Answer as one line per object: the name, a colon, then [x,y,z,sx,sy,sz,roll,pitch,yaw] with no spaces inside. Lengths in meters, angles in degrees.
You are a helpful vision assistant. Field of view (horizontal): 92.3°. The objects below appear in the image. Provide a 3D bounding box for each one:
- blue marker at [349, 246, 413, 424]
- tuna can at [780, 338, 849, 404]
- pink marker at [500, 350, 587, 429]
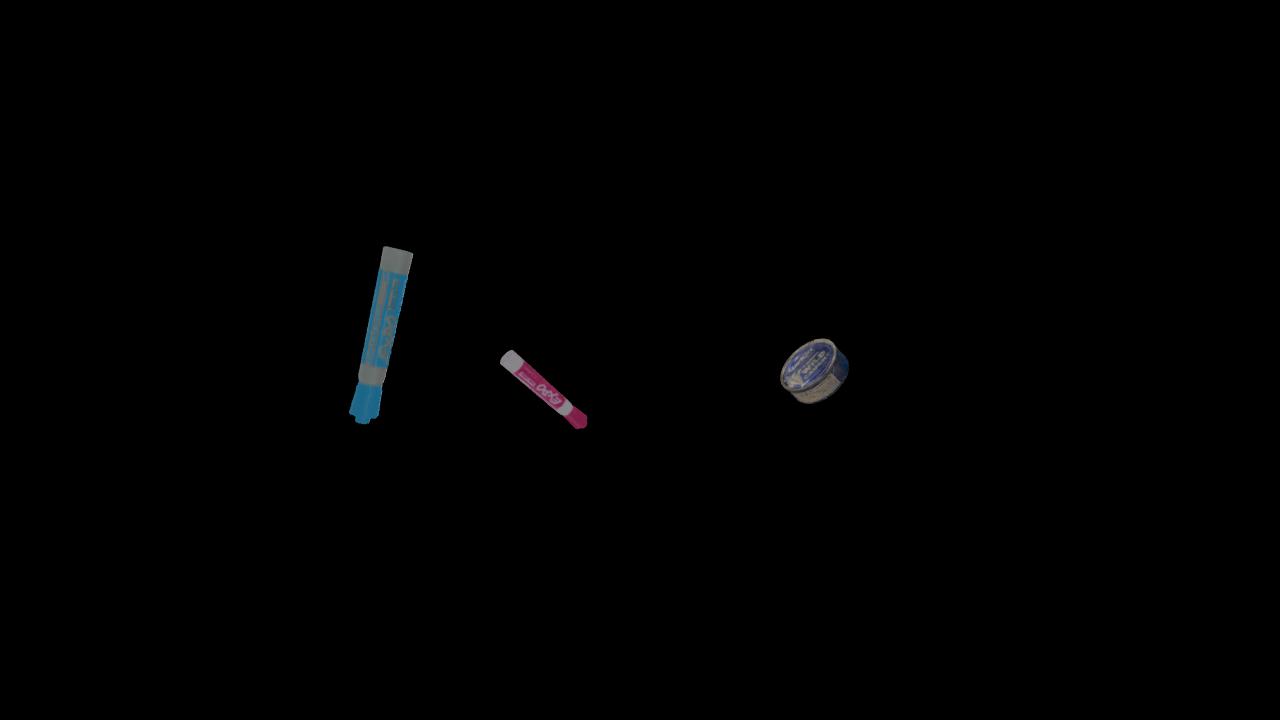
blue marker: [-0.175,-0.015,0.414,0.020,0.121,0.020,14,7,-2]
tuna can: [0.224,0.015,0.791,0.034,0.084,0.084,41,-19,-23]
pink marker: [-0.097,0.034,0.642,0.020,0.020,0.121,0,-38,50]
